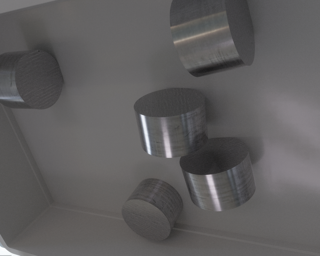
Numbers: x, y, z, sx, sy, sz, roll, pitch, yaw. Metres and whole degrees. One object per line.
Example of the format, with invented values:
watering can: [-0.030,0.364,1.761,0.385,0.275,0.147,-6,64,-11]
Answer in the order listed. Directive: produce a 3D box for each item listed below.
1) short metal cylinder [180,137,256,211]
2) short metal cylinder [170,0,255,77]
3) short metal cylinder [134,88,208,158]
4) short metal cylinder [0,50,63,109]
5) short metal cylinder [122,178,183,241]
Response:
short metal cylinder: [0.069,0.053,0.369,0.080,0.080,0.050,-4,116,30]
short metal cylinder: [0.051,-0.092,0.289,0.050,0.080,0.080,-8,114,32]
short metal cylinder: [0.014,-0.009,0.361,0.080,0.080,0.050,5,121,25]
short metal cylinder: [-0.183,-0.066,0.429,0.050,0.080,0.079,3,120,27]
short metal cylinder: [-0.011,0.125,0.476,0.080,0.050,0.079,13,124,21]
